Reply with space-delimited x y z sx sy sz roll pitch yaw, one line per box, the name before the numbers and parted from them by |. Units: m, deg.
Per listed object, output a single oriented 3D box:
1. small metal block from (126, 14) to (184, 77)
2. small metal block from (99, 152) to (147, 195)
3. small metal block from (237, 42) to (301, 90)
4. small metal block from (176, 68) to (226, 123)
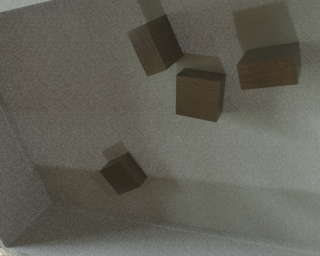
small metal block | -0.003 -0.091 0.337 0.025 0.050 0.050 -14 111 33
small metal block | -0.057 0.072 0.481 0.050 0.025 0.050 -28 103 37
small metal block | 0.107 -0.060 0.299 0.050 0.050 0.025 -3 117 29
small metal block | 0.047 -0.039 0.359 0.050 0.025 0.050 13 124 21
